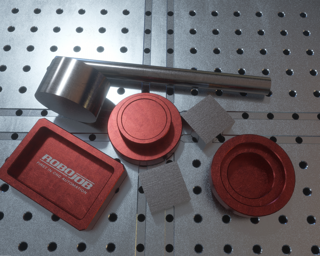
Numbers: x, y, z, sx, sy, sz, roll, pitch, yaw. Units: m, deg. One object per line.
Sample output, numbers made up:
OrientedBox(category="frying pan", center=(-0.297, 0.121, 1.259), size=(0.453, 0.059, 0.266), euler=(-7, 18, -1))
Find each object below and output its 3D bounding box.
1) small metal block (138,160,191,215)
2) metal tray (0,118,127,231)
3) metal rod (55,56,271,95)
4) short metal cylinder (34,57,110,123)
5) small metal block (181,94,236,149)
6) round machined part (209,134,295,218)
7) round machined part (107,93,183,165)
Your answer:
OrientedBox(category="small metal block", center=(0.005, 0.074, 0.385), size=(0.050, 0.025, 0.050), euler=(-18, 71, -7))
OrientedBox(category="metal tray", center=(-0.119, 0.056, 0.387), size=(0.130, 0.030, 0.090), euler=(29, 73, 10))
OrientedBox(category="metal rod", center=(0.002, -0.075, 0.438), size=(0.302, 0.025, 0.025), euler=(6, 70, 2))
OrientedBox(category="short metal cylinder", center=(-0.111, -0.047, 0.399), size=(0.080, 0.080, 0.050), euler=(17, 71, 6))
OrientedBox(category="small metal block", center=(0.063, -0.008, 0.415), size=(0.050, 0.025, 0.050), euler=(-36, 74, -12))
OrientedBox(category="round machined part", center=(0.109, 0.060, 0.381), size=(0.099, 0.042, 0.098), euler=(0, 70, 0))
OrientedBox(category="round machined part", center=(-0.020, -0.004, 0.403), size=(0.099, 0.042, 0.098), euler=(0, 67, 0))
